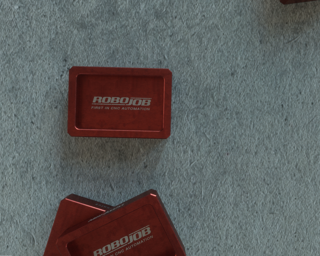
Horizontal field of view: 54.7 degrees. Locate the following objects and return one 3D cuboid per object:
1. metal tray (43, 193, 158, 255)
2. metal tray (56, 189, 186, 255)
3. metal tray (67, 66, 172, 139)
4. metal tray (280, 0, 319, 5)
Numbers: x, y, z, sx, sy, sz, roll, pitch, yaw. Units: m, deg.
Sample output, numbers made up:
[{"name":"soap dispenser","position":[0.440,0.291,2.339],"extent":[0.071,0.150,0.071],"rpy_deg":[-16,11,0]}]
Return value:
[{"name":"metal tray","position":[-0.076,0.150,0.407],"extent":[0.131,0.030,0.090],"rpy_deg":[18,90,0]},{"name":"metal tray","position":[-0.045,0.143,0.376],"extent":[0.131,0.030,0.090],"rpy_deg":[-26,90,0]},{"name":"metal tray","position":[-0.051,-0.032,0.406],"extent":[0.131,0.030,0.089],"rpy_deg":[1,90,0]},{"name":"metal tray","position":[0.200,-0.237,0.408],"extent":[0.091,0.030,0.129],"rpy_deg":[-8,90,0]}]
